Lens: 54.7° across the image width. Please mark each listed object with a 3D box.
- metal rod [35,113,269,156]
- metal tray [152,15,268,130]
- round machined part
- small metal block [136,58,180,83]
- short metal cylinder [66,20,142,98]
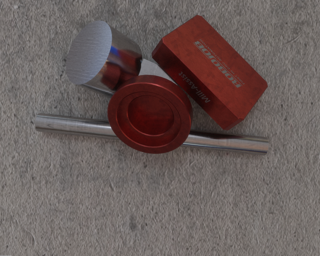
[{"bbox_3d":[-0.010,0.008,0.411,0.302,0.025,0.025,6,90,-1],"label":"metal rod"},{"bbox_3d":[0.064,-0.071,0.384,0.130,0.030,0.090,45,51,0],"label":"metal tray"},{"bbox_3d":[-0.009,-0.020,0.372,0.098,0.042,0.097,7,126,10],"label":"round machined part"},{"bbox_3d":[-0.002,-0.062,0.397,0.050,0.050,0.025,24,90,0],"label":"small metal block"},{"bbox_3d":[-0.069,-0.082,0.378,0.080,0.050,0.080,-13,68,35],"label":"short metal cylinder"}]
